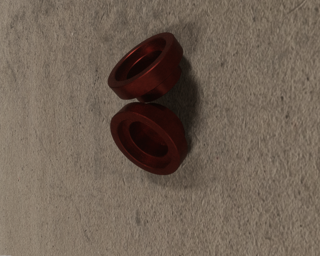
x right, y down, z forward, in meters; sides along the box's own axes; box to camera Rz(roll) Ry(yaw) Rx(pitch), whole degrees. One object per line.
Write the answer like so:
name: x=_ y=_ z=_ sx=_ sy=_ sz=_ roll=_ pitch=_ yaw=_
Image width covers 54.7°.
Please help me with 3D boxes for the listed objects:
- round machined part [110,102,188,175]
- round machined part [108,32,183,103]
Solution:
round machined part: x=-0.009 y=0.008 z=0.379 sx=0.098 sy=0.042 sz=0.097 roll=23 pitch=139 yaw=22
round machined part: x=-0.013 y=-0.069 z=0.381 sx=0.098 sy=0.042 sz=0.098 roll=-27 pitch=34 yaw=21
